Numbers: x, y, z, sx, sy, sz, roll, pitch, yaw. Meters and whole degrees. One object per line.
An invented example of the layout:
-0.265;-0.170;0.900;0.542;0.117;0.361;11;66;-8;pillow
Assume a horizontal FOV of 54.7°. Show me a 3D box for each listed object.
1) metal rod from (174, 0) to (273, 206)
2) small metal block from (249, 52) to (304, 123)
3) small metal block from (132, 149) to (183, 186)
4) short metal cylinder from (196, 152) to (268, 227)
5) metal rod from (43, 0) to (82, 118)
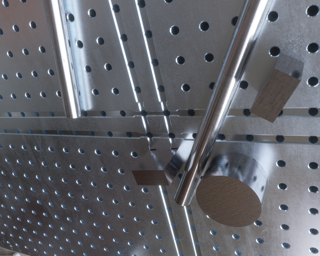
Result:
0.064;-0.011;0.370;0.025;0.025;0.298;24;127;13;metal rod
0.117;-0.041;0.308;0.025;0.050;0.050;28;128;10;small metal block
-0.003;0.054;0.430;0.050;0.050;0.025;-5;116;30;small metal block
0.092;0.078;0.395;0.080;0.050;0.079;13;124;21;short metal cylinder
-0.131;-0.147;0.389;0.025;0.025;0.298;13;124;21;metal rod
